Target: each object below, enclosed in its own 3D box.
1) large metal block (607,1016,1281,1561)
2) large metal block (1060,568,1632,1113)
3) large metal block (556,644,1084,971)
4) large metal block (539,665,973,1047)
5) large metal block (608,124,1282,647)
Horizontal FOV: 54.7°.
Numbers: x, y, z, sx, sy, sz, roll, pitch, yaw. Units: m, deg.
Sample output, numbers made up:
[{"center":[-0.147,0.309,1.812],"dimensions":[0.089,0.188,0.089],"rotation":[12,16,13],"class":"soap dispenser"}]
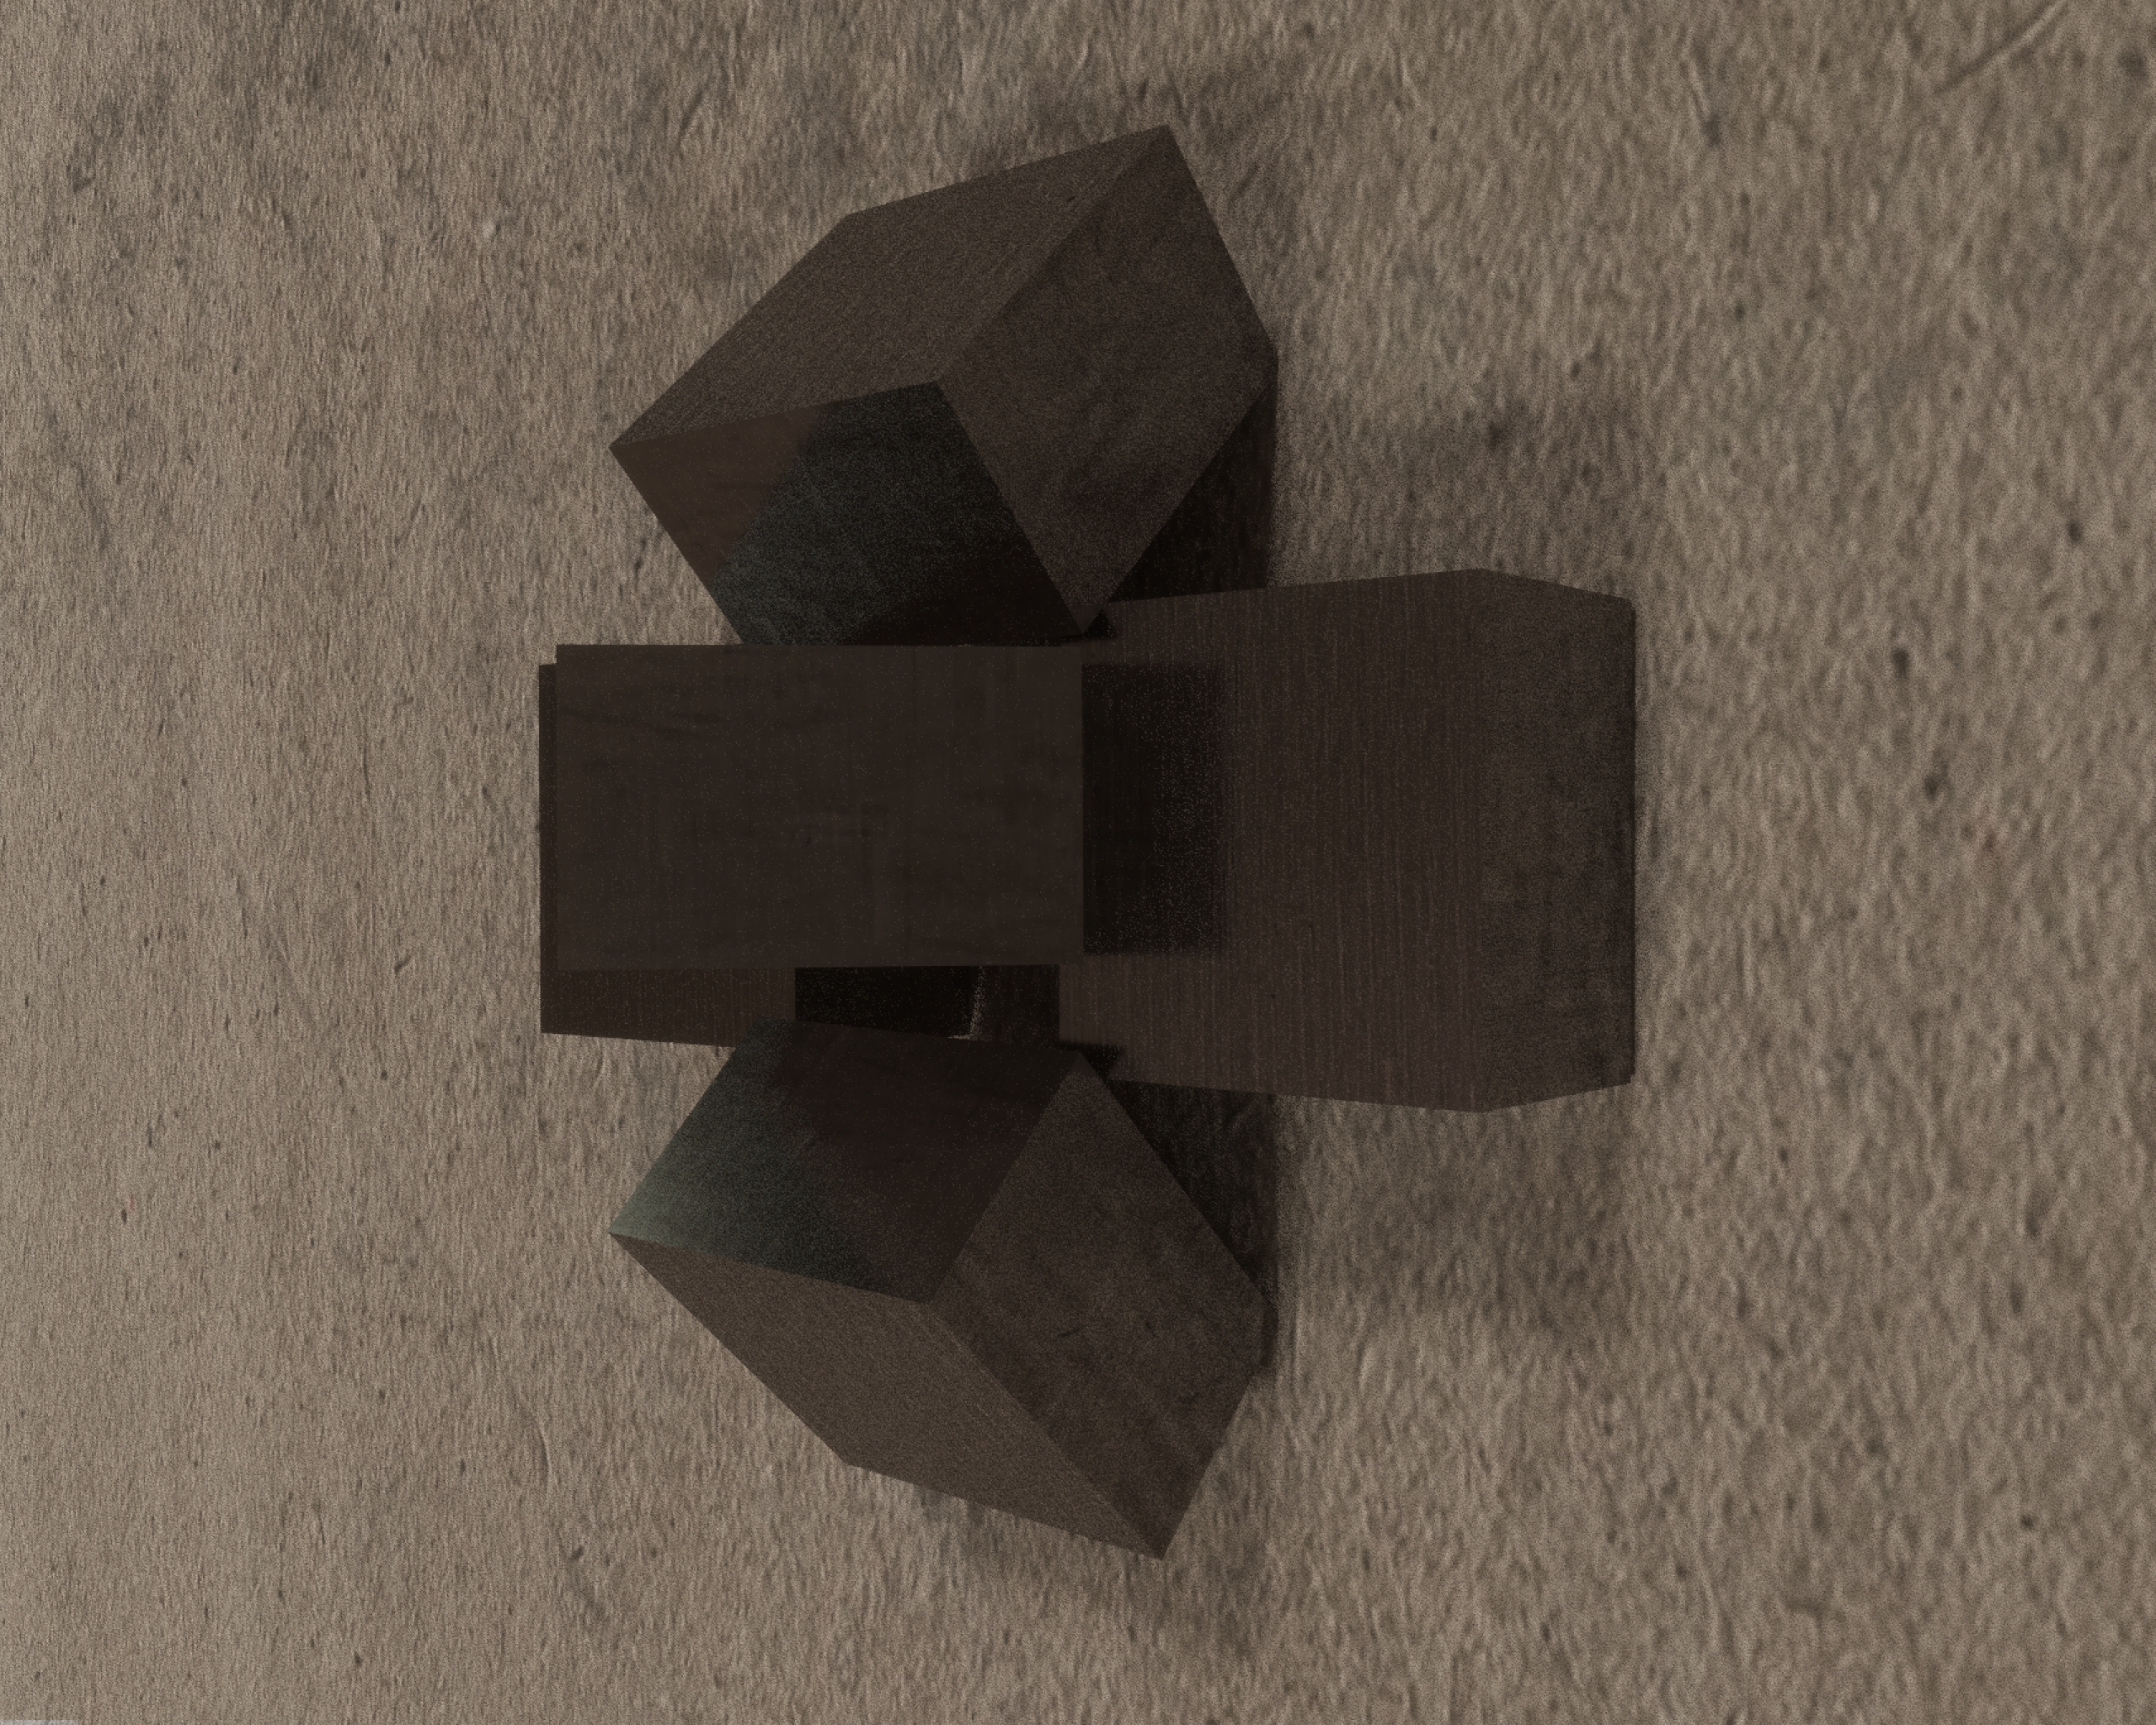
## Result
[{"center":[-0.023,0.075,0.380],"dimensions":[0.080,0.080,0.050],"rotation":[2,48,40],"class":"large metal block"},{"center":[0.044,-0.004,0.349],"dimensions":[0.080,0.050,0.079],"rotation":[0,90,39],"class":"large metal block"},{"center":[-0.043,-0.009,0.362],"dimensions":[0.080,0.081,0.050],"rotation":[179,90,-84],"class":"large metal block"},{"center":[-0.069,-0.003,0.445],"dimensions":[0.080,0.050,0.079],"rotation":[0,90,39],"class":"large metal block"},{"center":[-0.023,-0.083,0.380],"dimensions":[0.080,0.080,0.050],"rotation":[0,134,40],"class":"large metal block"}]
